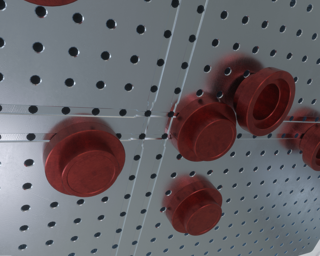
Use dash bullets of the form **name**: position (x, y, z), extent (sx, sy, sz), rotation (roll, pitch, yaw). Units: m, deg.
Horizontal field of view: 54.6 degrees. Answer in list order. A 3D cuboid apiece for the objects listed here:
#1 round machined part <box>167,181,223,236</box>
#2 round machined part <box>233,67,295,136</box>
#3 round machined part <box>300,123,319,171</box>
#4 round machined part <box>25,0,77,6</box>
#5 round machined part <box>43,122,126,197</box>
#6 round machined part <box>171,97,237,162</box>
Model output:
- **round machined part**: position (0.065, 0.141, 0.522), extent (0.099, 0.042, 0.097), rotation (-14, 124, -21)
- **round machined part**: position (0.145, -0.040, 0.448), extent (0.099, 0.042, 0.097), rotation (-17, 123, -28)
- **round machined part**: position (0.306, 0.030, 0.584), extent (0.099, 0.042, 0.097), rotation (-14, 124, -21)
- **round machined part**: position (-0.096, -0.154, 0.252), extent (0.099, 0.042, 0.097), rotation (-14, 124, -21)
- **round machined part**: position (-0.088, 0.045, 0.379), extent (0.099, 0.042, 0.097), rotation (-14, 124, -21)
- **round machined part**: position (0.069, 0.008, 0.442), extent (0.099, 0.042, 0.097), rotation (-14, 124, -21)
